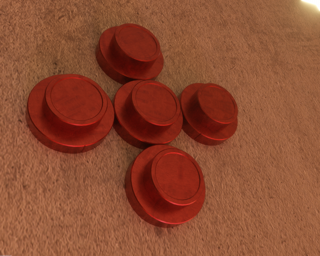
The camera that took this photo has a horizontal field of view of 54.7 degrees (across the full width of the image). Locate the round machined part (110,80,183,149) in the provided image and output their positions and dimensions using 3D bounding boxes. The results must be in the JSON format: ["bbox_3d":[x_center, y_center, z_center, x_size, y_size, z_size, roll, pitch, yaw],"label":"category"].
[{"bbox_3d":[-0.013,-0.023,0.403,0.099,0.042,0.098,14,56,-21],"label":"round machined part"}]

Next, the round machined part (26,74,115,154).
[{"bbox_3d":[-0.099,-0.023,0.356,0.099,0.042,0.098,14,56,-21],"label":"round machined part"}]

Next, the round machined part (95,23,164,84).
[{"bbox_3d":[-0.039,-0.110,0.442,0.099,0.042,0.098,14,56,-21],"label":"round machined part"}]

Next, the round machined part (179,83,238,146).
[{"bbox_3d":[0.074,-0.026,0.452,0.099,0.042,0.098,14,56,-21],"label":"round machined part"}]

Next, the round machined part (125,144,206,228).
[{"bbox_3d":[0.012,0.063,0.363,0.099,0.042,0.098,14,56,-21],"label":"round machined part"}]
